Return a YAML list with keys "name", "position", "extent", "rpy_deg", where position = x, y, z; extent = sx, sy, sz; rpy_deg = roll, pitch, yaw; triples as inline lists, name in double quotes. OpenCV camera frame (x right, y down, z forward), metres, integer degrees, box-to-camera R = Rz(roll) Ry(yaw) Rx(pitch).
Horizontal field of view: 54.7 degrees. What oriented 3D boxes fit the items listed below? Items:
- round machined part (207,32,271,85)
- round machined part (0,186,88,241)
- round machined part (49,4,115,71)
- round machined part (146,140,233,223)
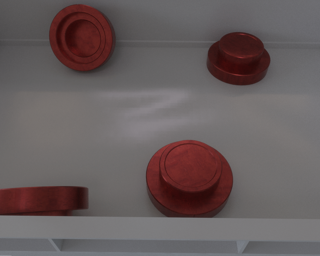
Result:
- name: "round machined part"
  position: [0.126, -0.116, 0.492]
  extent: [0.099, 0.042, 0.098]
  rpy_deg: [0, 50, 0]
- name: "round machined part"
  position: [-0.119, 0.081, 0.295]
  extent: [0.099, 0.098, 0.042]
  rpy_deg: [-3, 76, -3]
- name: "round machined part"
  position: [-0.118, -0.140, 0.487]
  extent: [0.099, 0.097, 0.042]
  rpy_deg: [5, 15, 4]
- name: "round machined part"
  position: [0.033, 0.052, 0.350]
  extent: [0.099, 0.042, 0.098]
  rpy_deg: [0, 50, 0]
